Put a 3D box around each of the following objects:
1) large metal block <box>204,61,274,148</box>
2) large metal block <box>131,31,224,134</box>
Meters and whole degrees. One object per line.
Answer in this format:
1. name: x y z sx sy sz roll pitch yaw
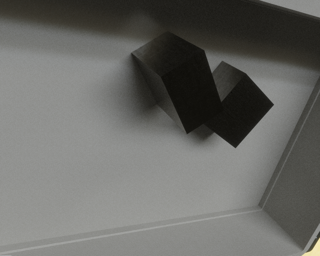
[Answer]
1. large metal block: 0.095 -0.031 0.425 0.080 0.050 0.080 34 100 -39
2. large metal block: 0.019 -0.053 0.351 0.050 0.080 0.080 -33 129 -7
